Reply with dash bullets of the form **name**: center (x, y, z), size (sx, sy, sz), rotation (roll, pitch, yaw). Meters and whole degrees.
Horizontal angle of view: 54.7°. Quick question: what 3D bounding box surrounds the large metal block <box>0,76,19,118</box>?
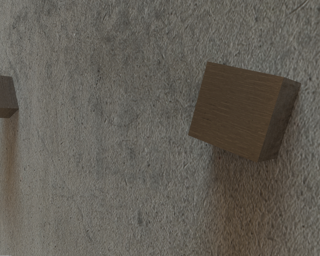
- **large metal block**: center (-0.363, -0.069, 0.670), size (0.050, 0.081, 0.080), rotation (-30, 71, 36)

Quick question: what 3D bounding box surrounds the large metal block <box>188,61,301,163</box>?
- **large metal block**: center (0.085, -0.018, 0.319), size (0.080, 0.050, 0.079), rotation (22, 104, 38)
